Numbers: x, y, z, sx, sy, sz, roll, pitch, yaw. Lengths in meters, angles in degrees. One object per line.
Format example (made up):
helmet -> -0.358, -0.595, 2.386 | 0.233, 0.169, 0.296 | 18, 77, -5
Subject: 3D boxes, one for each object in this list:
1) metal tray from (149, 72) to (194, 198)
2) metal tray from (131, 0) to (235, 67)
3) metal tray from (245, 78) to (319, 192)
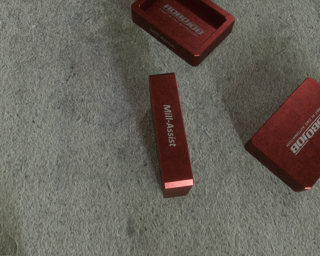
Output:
metal tray -> 0.011, 0.012, 0.369 | 0.030, 0.090, 0.130 | -7, 70, -3
metal tray -> 0.033, -0.163, 0.465 | 0.130, 0.030, 0.090 | 40, 75, 13
metal tray -> 0.188, 0.007, 0.404 | 0.090, 0.030, 0.130 | 42, 75, 14
